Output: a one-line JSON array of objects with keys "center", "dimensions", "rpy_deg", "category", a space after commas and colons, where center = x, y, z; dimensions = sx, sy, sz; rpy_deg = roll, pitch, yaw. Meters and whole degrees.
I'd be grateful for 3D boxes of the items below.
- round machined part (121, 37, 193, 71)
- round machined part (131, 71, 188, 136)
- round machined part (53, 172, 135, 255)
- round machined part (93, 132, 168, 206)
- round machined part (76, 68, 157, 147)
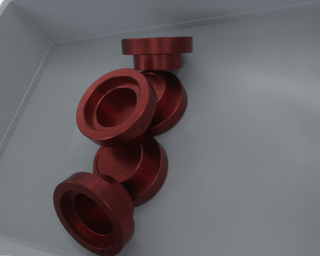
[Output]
[{"center": [-0.004, -0.104, 0.434], "dimensions": [0.098, 0.099, 0.042], "rpy_deg": [8, 108, 31], "category": "round machined part"}, {"center": [-0.016, -0.040, 0.424], "dimensions": [0.098, 0.042, 0.098], "rpy_deg": [-13, 56, 20], "category": "round machined part"}, {"center": [-0.069, 0.091, 0.348], "dimensions": [0.098, 0.097, 0.042], "rpy_deg": [7, 27, 30], "category": "round machined part"}, {"center": [-0.043, 0.046, 0.385], "dimensions": [0.098, 0.042, 0.098], "rpy_deg": [-13, 56, 20], "category": "round machined part"}, {"center": [-0.048, -0.021, 0.374], "dimensions": [0.098, 0.042, 0.098], "rpy_deg": [-13, 56, 20], "category": "round machined part"}]
